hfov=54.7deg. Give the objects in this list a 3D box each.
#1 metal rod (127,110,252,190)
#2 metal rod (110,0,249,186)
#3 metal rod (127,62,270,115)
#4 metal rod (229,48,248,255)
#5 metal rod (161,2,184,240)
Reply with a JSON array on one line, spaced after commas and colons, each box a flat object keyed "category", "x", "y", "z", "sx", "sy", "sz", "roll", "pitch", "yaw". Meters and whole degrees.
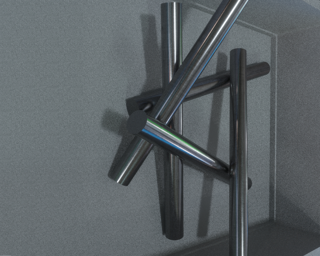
[{"category": "metal rod", "x": 0.061, "y": 0.044, "z": 0.415, "sx": 0.301, "sy": 0.025, "sz": 0.025, "roll": 31, "pitch": 70, "yaw": -49}, {"category": "metal rod", "x": 0.033, "y": -0.063, "z": 0.355, "sx": 0.025, "sy": 0.025, "sz": 0.299, "roll": 29, "pitch": 97, "yaw": -37}, {"category": "metal rod", "x": 0.078, "y": -0.066, "z": 0.471, "sx": 0.302, "sy": 0.025, "sz": 0.025, "roll": -21, "pitch": 104, "yaw": -38}, {"category": "metal rod", "x": 0.113, "y": 0.027, "z": 0.447, "sx": 0.025, "sy": 0.025, "sz": 0.299, "roll": 14, "pitch": 73, "yaw": -39}, {"category": "metal rod", "x": 0.017, "y": 0.001, "z": 0.393, "sx": 0.025, "sy": 0.025, "sz": 0.298, "roll": -11, "pitch": 106, "yaw": -39}]
